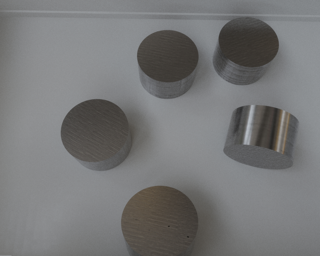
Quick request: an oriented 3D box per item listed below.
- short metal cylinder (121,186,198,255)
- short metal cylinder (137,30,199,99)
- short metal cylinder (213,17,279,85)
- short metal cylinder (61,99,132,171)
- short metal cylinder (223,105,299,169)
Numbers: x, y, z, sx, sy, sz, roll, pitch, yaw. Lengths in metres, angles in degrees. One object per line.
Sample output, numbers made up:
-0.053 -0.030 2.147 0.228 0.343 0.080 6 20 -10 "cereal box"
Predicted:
0.000 0.112 0.343 0.081 0.050 0.080 0 50 0 "short metal cylinder"
0.010 -0.087 0.428 0.081 0.050 0.080 0 70 0 "short metal cylinder"
0.119 -0.107 0.437 0.081 0.050 0.080 0 70 0 "short metal cylinder"
-0.078 0.010 0.392 0.081 0.050 0.080 0 70 0 "short metal cylinder"
0.123 0.013 0.377 0.080 0.080 0.050 16 71 5 "short metal cylinder"
